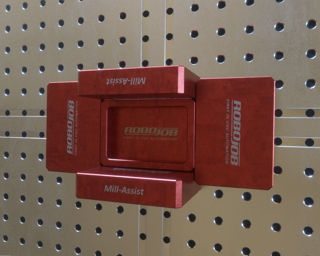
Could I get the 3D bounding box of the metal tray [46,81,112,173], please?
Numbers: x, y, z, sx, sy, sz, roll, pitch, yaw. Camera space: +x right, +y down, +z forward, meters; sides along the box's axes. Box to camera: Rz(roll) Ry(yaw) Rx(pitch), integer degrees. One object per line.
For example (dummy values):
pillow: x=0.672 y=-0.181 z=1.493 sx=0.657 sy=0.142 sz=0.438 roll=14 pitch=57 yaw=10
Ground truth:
metal tray: x=-0.118 y=-0.001 z=0.450 sx=0.090 sy=0.030 sz=0.129 roll=1 pitch=90 yaw=19

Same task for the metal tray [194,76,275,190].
metal tray: x=0.090 y=0.005 z=0.376 sx=0.090 sy=0.030 sz=0.129 roll=1 pitch=90 yaw=18

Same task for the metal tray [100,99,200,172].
metal tray: x=-0.014 y=0.008 z=0.412 sx=0.130 sy=0.030 sz=0.089 roll=1 pitch=90 yaw=19

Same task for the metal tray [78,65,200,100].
metal tray: x=-0.023 y=-0.052 z=0.385 sx=0.130 sy=0.090 sz=0.030 roll=1 pitch=91 yaw=19

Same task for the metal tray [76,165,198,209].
metal tray: x=-0.025 y=0.068 z=0.384 sx=0.130 sy=0.090 sz=0.030 roll=1 pitch=91 yaw=19
